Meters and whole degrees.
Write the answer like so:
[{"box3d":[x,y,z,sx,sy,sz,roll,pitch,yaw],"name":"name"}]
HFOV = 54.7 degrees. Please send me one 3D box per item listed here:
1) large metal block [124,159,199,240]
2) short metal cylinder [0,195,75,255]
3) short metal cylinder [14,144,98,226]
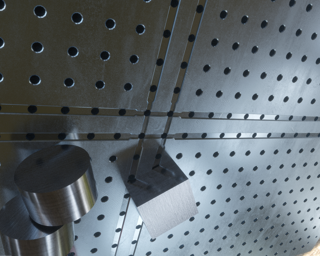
[{"box3d":[0.004,0.106,0.463,0.080,0.050,0.080,-27,128,-12],"name":"large metal block"},{"box3d":[-0.145,0.118,0.370,0.081,0.080,0.050,-9,123,-24],"name":"short metal cylinder"},{"box3d":[-0.115,0.063,0.351,0.081,0.080,0.050,-17,126,-19],"name":"short metal cylinder"}]
